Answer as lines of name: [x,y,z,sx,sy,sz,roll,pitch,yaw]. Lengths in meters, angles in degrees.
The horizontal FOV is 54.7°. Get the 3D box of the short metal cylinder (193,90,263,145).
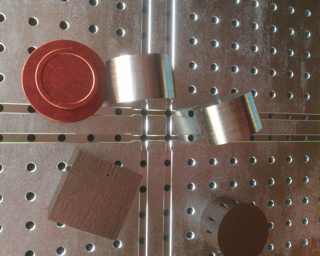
short metal cylinder: [0.090,-0.015,0.417,0.081,0.080,0.050,-22,98,-19]

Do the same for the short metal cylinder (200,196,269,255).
short metal cylinder: [0.104,0.141,0.438,0.081,0.050,0.079,0,90,-20]

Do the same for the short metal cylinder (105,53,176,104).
short metal cylinder: [-0.023,-0.057,0.375,0.081,0.080,0.050,-7,93,-20]

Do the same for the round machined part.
round machined part: [-0.109,-0.055,0.363,0.099,0.042,0.097,0,90,-20]

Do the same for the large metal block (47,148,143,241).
large metal block: [-0.078,0.077,0.371,0.080,0.050,0.080,25,82,-18]
